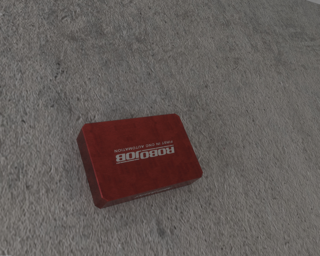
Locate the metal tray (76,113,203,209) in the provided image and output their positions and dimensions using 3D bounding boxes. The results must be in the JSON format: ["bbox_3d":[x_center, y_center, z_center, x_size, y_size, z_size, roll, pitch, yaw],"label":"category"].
[{"bbox_3d":[-0.022,0.034,0.368,0.131,0.030,0.090,-8,66,-32],"label":"metal tray"}]
